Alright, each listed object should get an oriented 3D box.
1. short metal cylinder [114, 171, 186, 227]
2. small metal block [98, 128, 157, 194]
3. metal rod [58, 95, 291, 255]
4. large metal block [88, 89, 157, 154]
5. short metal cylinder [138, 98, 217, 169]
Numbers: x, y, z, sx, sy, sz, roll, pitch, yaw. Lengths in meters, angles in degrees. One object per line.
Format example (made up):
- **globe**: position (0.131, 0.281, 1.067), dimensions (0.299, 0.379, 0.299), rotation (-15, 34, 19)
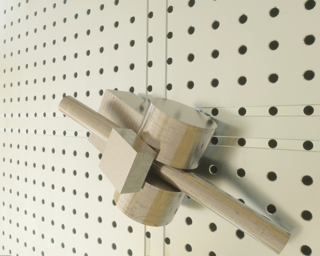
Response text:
- **short metal cylinder**: position (-0.010, 0.072, 0.376), dimensions (0.080, 0.081, 0.050), rotation (37, 113, 34)
- **small metal block**: position (-0.036, 0.034, 0.332), dimensions (0.050, 0.025, 0.050), rotation (40, 115, 42)
- **metal rod**: position (0.000, 0.041, 0.353), dimensions (0.300, 0.025, 0.025), rotation (31, 110, 19)
- **large metal block**: position (-0.044, 0.002, 0.422), dimensions (0.080, 0.050, 0.079), rotation (36, 112, 34)
- **short metal cylinder**: position (0.018, 0.004, 0.355), dimensions (0.080, 0.081, 0.050), rotation (35, 111, 34)
